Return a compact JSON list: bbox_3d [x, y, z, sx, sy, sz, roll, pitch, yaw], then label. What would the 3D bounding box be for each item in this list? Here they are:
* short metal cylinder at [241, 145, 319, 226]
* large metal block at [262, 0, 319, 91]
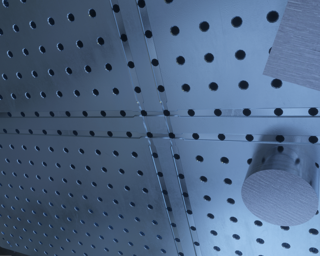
[{"bbox_3d":[0.141,0.067,0.362,0.080,0.050,0.079,13,124,21],"label":"short metal cylinder"},{"bbox_3d":[0.145,-0.080,0.269,0.080,0.050,0.079,20,126,16],"label":"large metal block"}]
